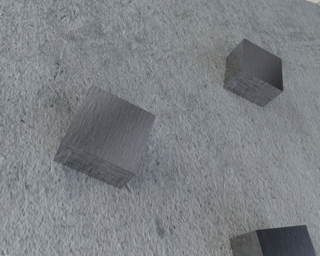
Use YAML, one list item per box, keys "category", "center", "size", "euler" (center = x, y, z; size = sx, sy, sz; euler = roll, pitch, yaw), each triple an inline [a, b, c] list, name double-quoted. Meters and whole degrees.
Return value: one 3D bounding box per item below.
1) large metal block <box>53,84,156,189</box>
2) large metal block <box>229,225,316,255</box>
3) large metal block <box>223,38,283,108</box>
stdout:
- category: "large metal block"
  center: [-0.060, 0.010, 0.349]
  size: [0.080, 0.050, 0.080]
  euler: [26, 53, -12]
- category: "large metal block"
  center: [0.138, 0.163, 0.363]
  size: [0.081, 0.050, 0.080]
  euler: [4, 60, -26]
- category: "large metal block"
  center: [0.160, -0.094, 0.531]
  size: [0.080, 0.050, 0.080]
  euler: [24, 53, -14]
